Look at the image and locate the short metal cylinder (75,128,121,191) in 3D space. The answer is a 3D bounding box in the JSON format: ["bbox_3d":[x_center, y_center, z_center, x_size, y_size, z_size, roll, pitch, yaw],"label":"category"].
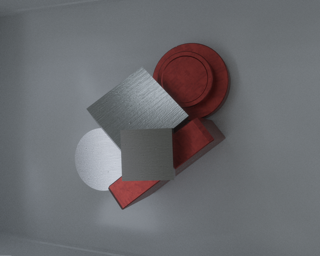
[{"bbox_3d":[-0.066,0.040,0.417,0.080,0.050,0.079,0,90,19],"label":"short metal cylinder"}]

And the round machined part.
[{"bbox_3d":[0.036,-0.058,0.386,0.098,0.042,0.097,0,90,19],"label":"round machined part"}]

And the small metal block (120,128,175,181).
[{"bbox_3d":[-0.011,0.026,0.311,0.050,0.025,0.050,-2,89,6],"label":"small metal block"}]

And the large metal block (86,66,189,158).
[{"bbox_3d":[-0.025,-0.010,0.365,0.080,0.050,0.080,-39,76,-10],"label":"large metal block"}]

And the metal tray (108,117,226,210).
[{"bbox_3d":[0.012,0.040,0.369,0.130,0.090,0.030,-39,77,15],"label":"metal tray"}]
